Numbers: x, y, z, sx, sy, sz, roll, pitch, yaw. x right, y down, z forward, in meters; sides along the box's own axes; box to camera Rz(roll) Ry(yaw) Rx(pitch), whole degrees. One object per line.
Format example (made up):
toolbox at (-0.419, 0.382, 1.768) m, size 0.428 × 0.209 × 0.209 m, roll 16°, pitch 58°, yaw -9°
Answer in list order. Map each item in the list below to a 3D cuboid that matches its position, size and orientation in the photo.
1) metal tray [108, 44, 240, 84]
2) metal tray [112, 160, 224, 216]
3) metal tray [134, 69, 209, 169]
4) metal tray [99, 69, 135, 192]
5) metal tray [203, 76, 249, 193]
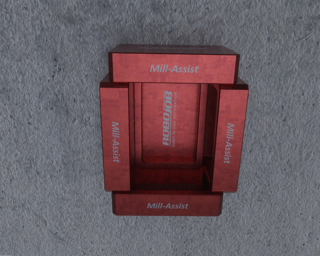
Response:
metal tray at (0.014, -0.074, 0.349) m, size 0.131 × 0.090 × 0.030 m, roll 1°, pitch 110°, yaw -1°
metal tray at (0.009, 0.075, 0.404) m, size 0.131 × 0.090 × 0.030 m, roll 1°, pitch 110°, yaw -1°
metal tray at (0.013, -0.010, 0.405) m, size 0.091 × 0.030 × 0.129 m, roll 1°, pitch 110°, yaw -1°
metal tray at (-0.048, 0.000, 0.375) m, size 0.030 × 0.090 × 0.129 m, roll 1°, pitch 110°, yaw -1°
metal tray at (0.075, 0.001, 0.377) m, size 0.030 × 0.090 × 0.129 m, roll 1°, pitch 110°, yaw -1°
